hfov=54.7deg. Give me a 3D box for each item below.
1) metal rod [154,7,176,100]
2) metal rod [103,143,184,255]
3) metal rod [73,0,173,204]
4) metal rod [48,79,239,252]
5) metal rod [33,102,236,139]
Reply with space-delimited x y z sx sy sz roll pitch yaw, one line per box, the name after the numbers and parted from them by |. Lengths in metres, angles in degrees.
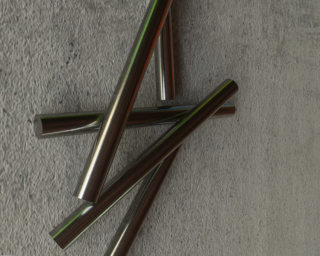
0.000 -0.186 0.403 0.025 0.025 0.298 -5 94 -40 | metal rod
-0.038 0.125 0.372 0.025 0.025 0.300 43 64 -32 | metal rod
-0.028 -0.066 0.346 0.025 0.025 0.299 30 71 -36 | metal rod
-0.002 0.028 0.380 0.301 0.025 0.025 -40 115 -25 | metal rod
-0.004 -0.016 0.400 0.302 0.025 0.025 -7 95 -40 | metal rod
